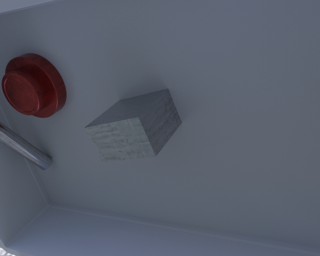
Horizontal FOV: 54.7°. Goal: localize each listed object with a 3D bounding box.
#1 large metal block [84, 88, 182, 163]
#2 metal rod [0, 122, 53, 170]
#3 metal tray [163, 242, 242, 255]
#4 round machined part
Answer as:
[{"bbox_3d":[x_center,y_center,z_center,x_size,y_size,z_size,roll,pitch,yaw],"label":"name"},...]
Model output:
[{"bbox_3d":[-0.031,-0.003,0.386,0.080,0.080,0.050,-10,114,32],"label":"large metal block"},{"bbox_3d":[-0.277,-0.022,0.458,0.025,0.025,0.300,-9,140,32],"label":"metal rod"},{"bbox_3d":[0.078,0.243,0.516,0.130,0.030,0.089,0,119,28],"label":"metal tray"},{"bbox_3d":[-0.193,-0.058,0.461,0.098,0.042,0.097,13,124,20],"label":"round machined part"}]
